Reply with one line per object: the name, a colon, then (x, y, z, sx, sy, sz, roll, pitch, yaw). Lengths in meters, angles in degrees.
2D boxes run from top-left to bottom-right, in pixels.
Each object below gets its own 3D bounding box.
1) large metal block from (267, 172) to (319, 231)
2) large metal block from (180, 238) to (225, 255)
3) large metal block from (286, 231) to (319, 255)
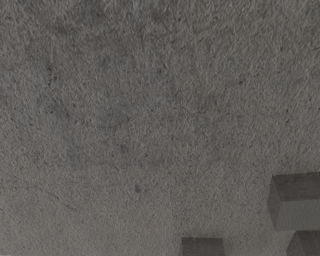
large metal block: (0.222, 0.118, 0.493, 0.080, 0.050, 0.080, -6, 130, 4)
large metal block: (0.081, 0.262, 0.615, 0.081, 0.050, 0.079, 1, 130, -2)
large metal block: (0.302, 0.243, 0.601, 0.081, 0.050, 0.079, 0, 130, 0)
